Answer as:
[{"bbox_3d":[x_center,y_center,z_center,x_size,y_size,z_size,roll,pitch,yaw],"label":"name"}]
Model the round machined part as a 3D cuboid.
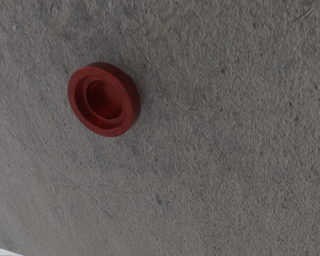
[{"bbox_3d":[-0.068,-0.040,0.408,0.098,0.042,0.097,13,124,21],"label":"round machined part"}]
